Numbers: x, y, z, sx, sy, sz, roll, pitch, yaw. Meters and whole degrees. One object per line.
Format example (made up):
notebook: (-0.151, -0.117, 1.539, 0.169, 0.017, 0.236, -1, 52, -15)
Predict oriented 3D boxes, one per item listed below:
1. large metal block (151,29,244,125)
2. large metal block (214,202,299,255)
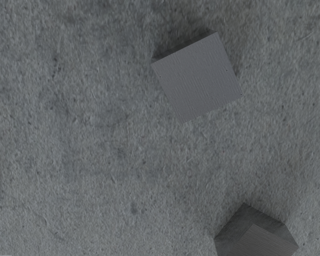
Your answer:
large metal block: (0.043, -0.062, 0.374, 0.080, 0.050, 0.080, -25, 109, 8)
large metal block: (0.140, 0.172, 0.462, 0.080, 0.050, 0.080, 29, 107, -11)
